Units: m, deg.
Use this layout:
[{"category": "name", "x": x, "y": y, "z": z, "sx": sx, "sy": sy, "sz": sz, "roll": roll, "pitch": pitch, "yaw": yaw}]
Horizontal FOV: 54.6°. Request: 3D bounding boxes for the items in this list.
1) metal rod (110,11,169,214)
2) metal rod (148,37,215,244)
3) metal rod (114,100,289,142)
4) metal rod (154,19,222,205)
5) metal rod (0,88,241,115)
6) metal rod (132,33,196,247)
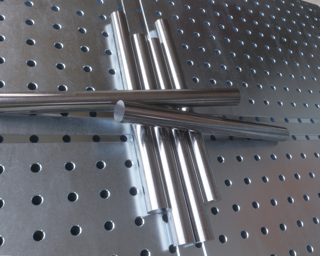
[{"category": "metal rod", "x": -0.033, "y": -0.038, "z": 0.412, "sx": 0.025, "sy": 0.025, "sz": 0.299, "roll": 1, "pitch": 61, "yaw": -28}, {"category": "metal rod", "x": 0.020, "y": -0.001, "z": 0.420, "sx": 0.025, "sy": 0.025, "sz": 0.299, "roll": 1, "pitch": 61, "yaw": -28}, {"category": "metal rod", "x": 0.079, "y": -0.004, "z": 0.426, "sx": 0.302, "sy": 0.025, "sz": 0.025, "roll": 7, "pitch": 59, "yaw": -35}, {"category": "metal rod", "x": 0.033, "y": -0.040, "z": 0.449, "sx": 0.025, "sy": 0.025, "sz": 0.299, "roll": 1, "pitch": 61, "yaw": -28}, {"category": "metal rod", "x": -0.037, "y": -0.034, "z": 0.379, "sx": 0.302, "sy": 0.025, "sz": 0.025, "roll": -4, "pitch": 63, "yaw": -20}, {"category": "metal rod", "x": -0.003, "y": -0.003, "z": 0.406, "sx": 0.025, "sy": 0.025, "sz": 0.299, "roll": 1, "pitch": 61, "yaw": -28}]
